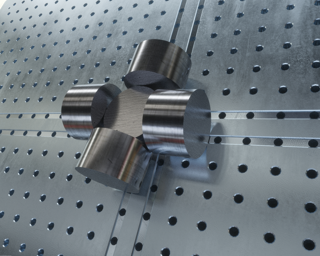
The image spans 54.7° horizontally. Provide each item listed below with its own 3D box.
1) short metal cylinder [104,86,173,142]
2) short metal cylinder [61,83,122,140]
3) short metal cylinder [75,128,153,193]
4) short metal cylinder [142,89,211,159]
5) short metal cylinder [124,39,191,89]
[{"bbox_3d":[-0.027,-0.009,0.412,0.080,0.050,0.080,-12,57,20],"label":"short metal cylinder"},{"bbox_3d":[-0.089,-0.021,0.433,0.050,0.080,0.080,2,63,28],"label":"short metal cylinder"},{"bbox_3d":[-0.054,0.041,0.375,0.080,0.080,0.050,6,65,31],"label":"short metal cylinder"},{"bbox_3d":[0.022,-0.006,0.365,0.050,0.080,0.080,4,64,30],"label":"short metal cylinder"},{"bbox_3d":[-0.002,-0.073,0.419,0.080,0.080,0.050,3,63,29],"label":"short metal cylinder"}]
